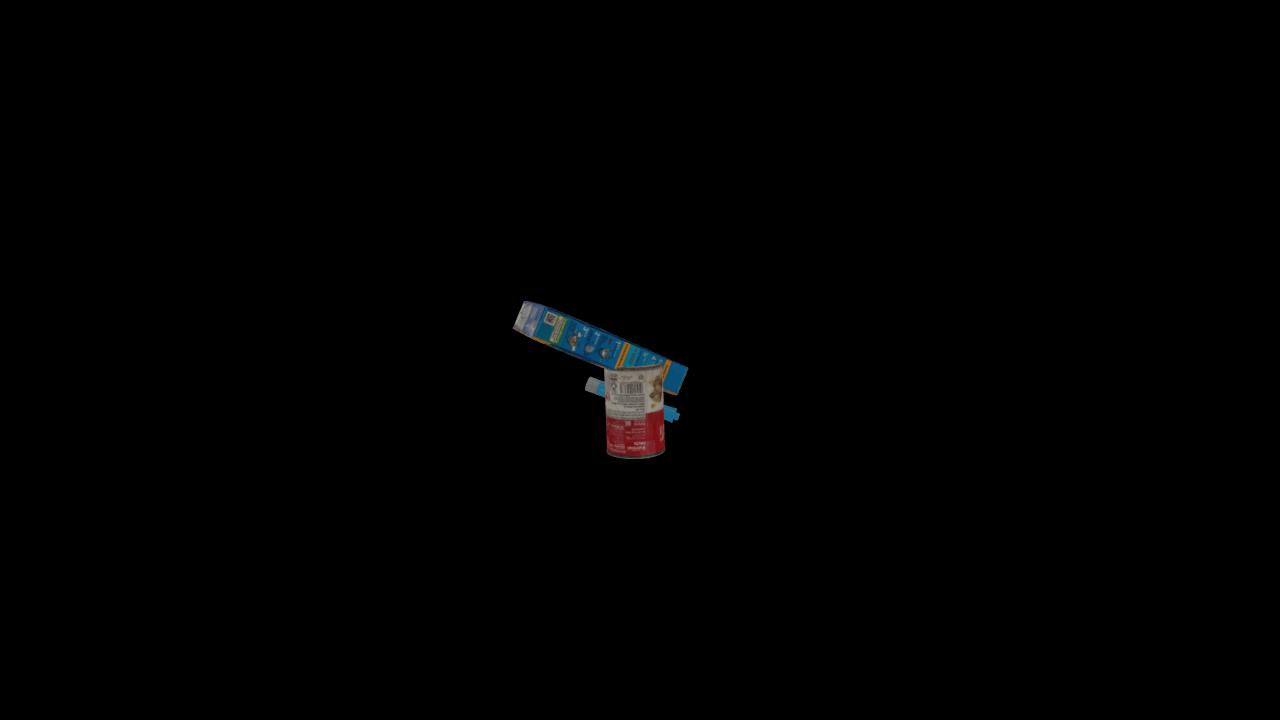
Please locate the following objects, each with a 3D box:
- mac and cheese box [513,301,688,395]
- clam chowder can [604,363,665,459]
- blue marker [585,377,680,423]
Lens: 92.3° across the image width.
[{"bbox_3d":[-0.045,-0.014,0.696,0.184,0.041,0.093,23,-2,-26],"label":"mac and cheese box"},{"bbox_3d":[-0.006,0.053,0.693,0.068,0.102,0.068,-2,8,0],"label":"clam chowder can"},{"bbox_3d":[-0.009,0.050,0.757,0.121,0.020,0.020,20,2,5],"label":"blue marker"}]
